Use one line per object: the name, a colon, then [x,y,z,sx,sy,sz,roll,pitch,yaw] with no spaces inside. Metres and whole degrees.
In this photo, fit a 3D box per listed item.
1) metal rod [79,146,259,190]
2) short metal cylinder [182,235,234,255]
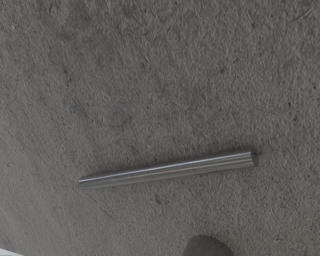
metal rod: [-0.009,0.064,0.451,0.300,0.025,0.025,-14,111,33]
short metal cylinder: [0.072,0.217,0.487,0.080,0.050,0.079,13,124,21]
